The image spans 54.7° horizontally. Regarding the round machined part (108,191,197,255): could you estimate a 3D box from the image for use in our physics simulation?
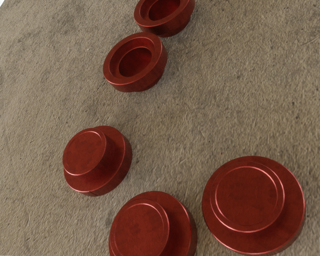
[{"bbox_3d":[-0.013,0.114,0.330,0.098,0.042,0.098,-13,56,21],"label":"round machined part"}]

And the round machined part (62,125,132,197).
[{"bbox_3d":[-0.090,0.039,0.417,0.098,0.042,0.098,-13,56,21],"label":"round machined part"}]

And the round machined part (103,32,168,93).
[{"bbox_3d":[-0.033,-0.094,0.468,0.098,0.042,0.098,-13,56,21],"label":"round machined part"}]

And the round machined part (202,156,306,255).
[{"bbox_3d":[0.088,0.071,0.303,0.098,0.042,0.098,-13,56,21],"label":"round machined part"}]

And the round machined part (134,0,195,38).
[{"bbox_3d":[0.011,-0.187,0.502,0.098,0.042,0.098,-13,56,21],"label":"round machined part"}]
